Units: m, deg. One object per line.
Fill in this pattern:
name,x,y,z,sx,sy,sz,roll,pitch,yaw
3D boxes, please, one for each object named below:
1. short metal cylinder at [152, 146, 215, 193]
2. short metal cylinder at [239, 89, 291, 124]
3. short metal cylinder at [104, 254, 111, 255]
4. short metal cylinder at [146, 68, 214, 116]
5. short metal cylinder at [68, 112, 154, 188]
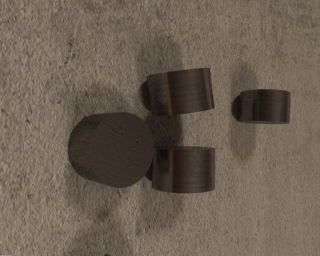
short metal cylinder,0.030,0.050,0.396,0.081,0.080,0.050,1,90,-40
short metal cylinder,0.175,-0.034,0.519,0.081,0.080,0.050,4,87,-40
short metal cylinder,-0.046,0.183,0.332,0.050,0.080,0.080,-47,119,-30
short metal cylinder,0.026,-0.046,0.393,0.081,0.080,0.050,-13,99,-40
short metal cylinder,-0.054,0.023,0.345,0.081,0.050,0.079,0,90,-40
